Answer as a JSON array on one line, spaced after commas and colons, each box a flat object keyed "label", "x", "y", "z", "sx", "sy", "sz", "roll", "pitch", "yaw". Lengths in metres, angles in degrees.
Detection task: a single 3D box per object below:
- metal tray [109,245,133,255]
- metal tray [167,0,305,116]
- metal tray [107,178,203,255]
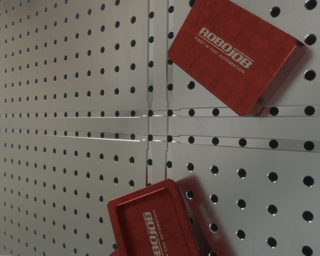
[{"label": "metal tray", "x": -0.036, "y": 0.228, "z": 0.413, "sx": 0.090, "sy": 0.030, "sz": 0.130, "roll": -50, "pitch": 48, "yaw": 35}, {"label": "metal tray", "x": 0.076, "y": -0.085, "z": 0.344, "sx": 0.130, "sy": 0.030, "sz": 0.090, "roll": 46, "pitch": 117, "yaw": 30}, {"label": "metal tray", "x": -0.003, "y": 0.138, "z": 0.374, "sx": 0.090, "sy": 0.030, "sz": 0.130, "roll": -22, "pitch": 68, "yaw": 6}]
